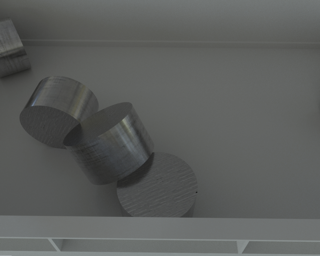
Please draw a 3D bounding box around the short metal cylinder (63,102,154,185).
[{"bbox_3d":[-0.053,0.015,0.330,0.080,0.050,0.080,-23,23,11],"label":"short metal cylinder"}]

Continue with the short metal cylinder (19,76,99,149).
[{"bbox_3d":[-0.122,-0.018,0.383,0.080,0.080,0.050,7,50,5],"label":"short metal cylinder"}]

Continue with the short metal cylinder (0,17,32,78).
[{"bbox_3d":[-0.237,-0.122,0.470,0.050,0.080,0.080,-24,54,-19],"label":"short metal cylinder"}]

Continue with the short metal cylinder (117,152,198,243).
[{"bbox_3d":[-0.003,0.072,0.328,0.081,0.050,0.080,0,50,0],"label":"short metal cylinder"}]
